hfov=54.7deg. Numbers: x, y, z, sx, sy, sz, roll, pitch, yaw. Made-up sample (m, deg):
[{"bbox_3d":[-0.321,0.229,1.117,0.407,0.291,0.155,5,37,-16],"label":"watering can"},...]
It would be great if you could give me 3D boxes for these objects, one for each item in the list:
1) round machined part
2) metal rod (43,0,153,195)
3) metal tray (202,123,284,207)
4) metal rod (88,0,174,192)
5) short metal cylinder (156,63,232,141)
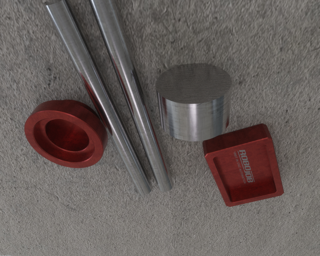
[{"bbox_3d":[-0.113,0.003,0.391,0.098,0.042,0.097,6,133,7],"label":"round machined part"},{"bbox_3d":[-0.062,-0.014,0.394,0.025,0.025,0.299,-12,130,10],"label":"metal rod"},{"bbox_3d":[0.125,0.060,0.455,0.090,0.030,0.130,-17,128,13],"label":"metal tray"},{"bbox_3d":[-0.025,-0.021,0.388,0.025,0.025,0.299,-10,130,8],"label":"metal rod"},{"bbox_3d":[0.038,-0.030,0.346,0.080,0.080,0.050,-4,130,3],"label":"short metal cylinder"}]
